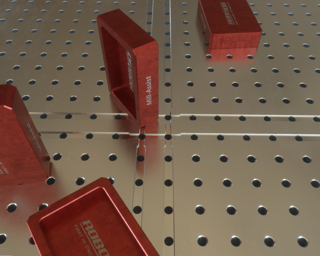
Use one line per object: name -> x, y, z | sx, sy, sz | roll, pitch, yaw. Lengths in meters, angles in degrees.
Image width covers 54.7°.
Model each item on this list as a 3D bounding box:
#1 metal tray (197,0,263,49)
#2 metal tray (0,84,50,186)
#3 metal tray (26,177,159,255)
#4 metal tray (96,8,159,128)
metal tray -> 0.125, -0.199, 0.574 | 0.091, 0.030, 0.130 | -4, 50, -4
metal tray -> -0.178, 0.015, 0.324 | 0.091, 0.129, 0.030 | -7, 51, -6
metal tray -> -0.060, 0.121, 0.301 | 0.091, 0.030, 0.130 | -28, 56, -22
metal tray -> -0.039, -0.073, 0.400 | 0.030, 0.129, 0.090 | -28, 56, -21
